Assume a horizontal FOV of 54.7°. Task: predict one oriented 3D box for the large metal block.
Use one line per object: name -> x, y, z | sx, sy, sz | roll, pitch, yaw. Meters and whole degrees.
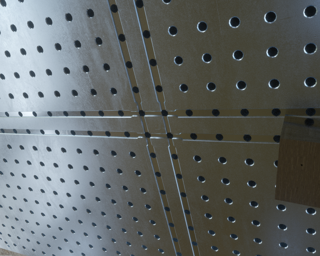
large metal block -> 0.170, 0.037, 0.329 | 0.080, 0.050, 0.079 | 7, 122, 24
